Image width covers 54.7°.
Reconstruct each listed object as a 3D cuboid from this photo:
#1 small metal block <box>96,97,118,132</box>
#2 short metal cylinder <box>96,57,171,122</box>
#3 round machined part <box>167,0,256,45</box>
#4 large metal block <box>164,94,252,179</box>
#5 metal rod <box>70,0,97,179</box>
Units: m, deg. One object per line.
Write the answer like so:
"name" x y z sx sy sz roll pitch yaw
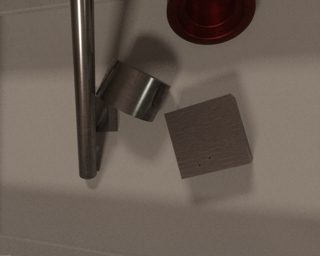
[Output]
"small metal block" -0.089 -0.019 0.441 0.050 0.025 0.050 -2 90 19
"short metal cylinder" -0.033 -0.048 0.392 0.080 0.080 0.050 30 100 17
"round machined part" 0.058 -0.146 0.358 0.098 0.098 0.042 -8 58 19
"large metal block" 0.060 0.011 0.376 0.080 0.050 0.080 -17 85 19
"metal rod" -0.092 -0.063 0.376 0.025 0.025 0.298 16 121 19
